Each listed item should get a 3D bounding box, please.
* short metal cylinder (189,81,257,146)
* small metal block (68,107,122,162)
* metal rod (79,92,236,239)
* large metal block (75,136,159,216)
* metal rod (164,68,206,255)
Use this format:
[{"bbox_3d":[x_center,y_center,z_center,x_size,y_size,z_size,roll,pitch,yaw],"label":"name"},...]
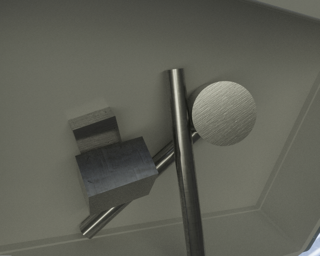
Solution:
[{"bbox_3d":[0.077,-0.020,0.402,0.081,0.050,0.079,-1,97,-5],"label":"short metal cylinder"},{"bbox_3d":[-0.076,0.008,0.373,0.050,0.025,0.050,-21,127,-17],"label":"small metal block"},{"bbox_3d":[0.004,0.047,0.441,0.300,0.025,0.025,-43,130,1],"label":"metal rod"},{"bbox_3d":[-0.055,0.060,0.380,0.081,0.050,0.080,-16,155,-20],"label":"large metal block"},{"bbox_3d":[0.036,0.075,0.400,0.025,0.025,0.298,-11,99,-23],"label":"metal rod"}]
